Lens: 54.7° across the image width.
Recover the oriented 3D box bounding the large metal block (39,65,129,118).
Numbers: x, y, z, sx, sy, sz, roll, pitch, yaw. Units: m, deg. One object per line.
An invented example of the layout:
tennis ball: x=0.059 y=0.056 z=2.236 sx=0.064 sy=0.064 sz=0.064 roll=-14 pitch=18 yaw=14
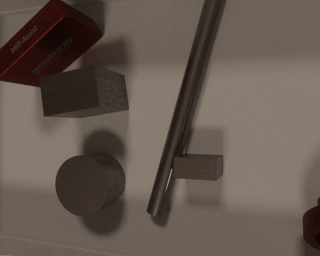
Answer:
large metal block: x=-0.098 y=-0.045 z=0.415 sx=0.080 sy=0.080 sz=0.050 roll=-8 pitch=87 yaw=19

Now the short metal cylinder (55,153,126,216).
short metal cylinder: x=-0.095 y=0.076 z=0.430 sx=0.080 sy=0.050 sz=0.079 roll=0 pitch=90 yaw=19

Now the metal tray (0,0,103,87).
metal tray: x=-0.155 y=-0.110 z=0.428 sx=0.130 sy=0.090 sz=0.030 roll=-36 pitch=79 yaw=16

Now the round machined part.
round machined part: x=0.198 y=0.095 z=0.313 sx=0.098 sy=0.098 sz=0.042 roll=3 pitch=53 yaw=19

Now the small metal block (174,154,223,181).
small metal block: x=0.048 y=0.047 z=0.380 sx=0.050 sy=0.050 sz=0.025 roll=1 pitch=90 yaw=19

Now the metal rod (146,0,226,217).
metal rod: x=0.033 y=-0.031 z=0.398 sx=0.025 sy=0.025 sz=0.298 roll=17 pitch=96 yaw=19
